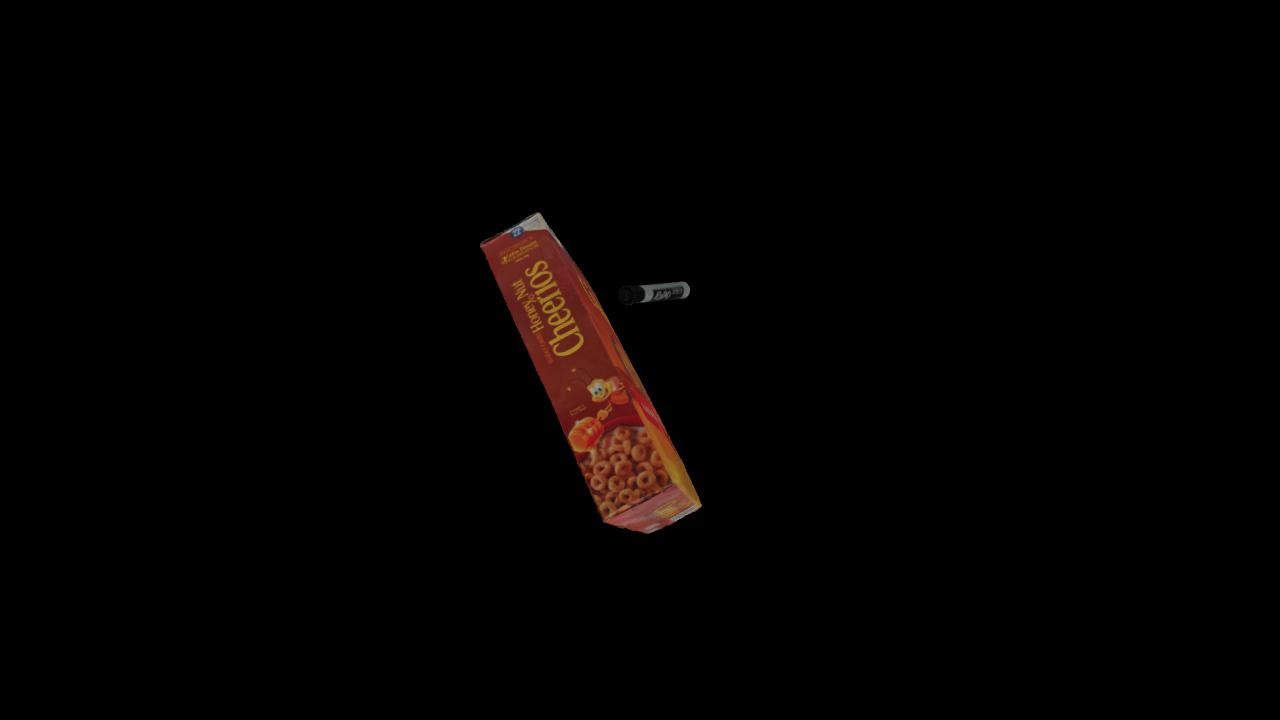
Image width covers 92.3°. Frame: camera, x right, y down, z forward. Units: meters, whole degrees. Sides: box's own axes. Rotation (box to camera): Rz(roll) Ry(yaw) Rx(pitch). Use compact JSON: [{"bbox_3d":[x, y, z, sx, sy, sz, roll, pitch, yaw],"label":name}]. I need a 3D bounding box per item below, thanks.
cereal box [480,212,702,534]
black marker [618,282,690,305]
[{"bbox_3d":[-0.045,0.022,0.640,0.081,0.306,0.203,-27,-22,2],"label":"cereal box"},{"bbox_3d":[0.016,-0.069,0.629,0.020,0.020,0.121,0,8,32],"label":"black marker"}]
